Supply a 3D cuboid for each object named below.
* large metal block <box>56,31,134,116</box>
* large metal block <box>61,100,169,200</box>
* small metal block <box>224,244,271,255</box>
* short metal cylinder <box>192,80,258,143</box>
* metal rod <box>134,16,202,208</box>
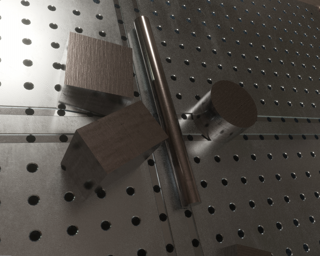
[{"bbox_3d":[-0.080,-0.064,0.389,0.081,0.050,0.080,10,58,-24],"label":"large metal block"},{"bbox_3d":[-0.050,0.024,0.332,0.081,0.080,0.050,-30,79,-38],"label":"large metal block"},{"bbox_3d":[0.104,0.169,0.363,0.050,0.025,0.050,19,54,-17],"label":"small metal block"},{"bbox_3d":[0.096,-0.024,0.461,0.081,0.050,0.080,14,56,-21],"label":"short metal cylinder"},{"bbox_3d":[0.005,-0.039,0.435,0.025,0.025,0.299,0,62,-29],"label":"metal rod"}]
